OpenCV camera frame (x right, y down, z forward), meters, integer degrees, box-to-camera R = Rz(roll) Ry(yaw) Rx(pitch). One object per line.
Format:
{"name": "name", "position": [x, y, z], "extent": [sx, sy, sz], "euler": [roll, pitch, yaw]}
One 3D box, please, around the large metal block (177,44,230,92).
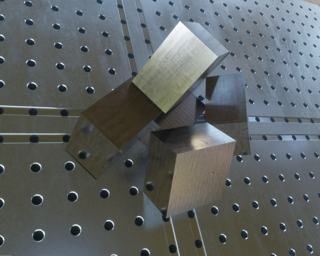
{"name": "large metal block", "position": [0.042, -0.083, 0.446], "extent": [0.050, 0.080, 0.080], "euler": [43, 51, 1]}

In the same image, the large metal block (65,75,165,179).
{"name": "large metal block", "position": [-0.050, 0.000, 0.344], "extent": [0.050, 0.080, 0.080], "euler": [44, 51, 2]}

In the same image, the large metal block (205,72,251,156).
{"name": "large metal block", "position": [0.094, -0.016, 0.423], "extent": [0.050, 0.080, 0.080], "euler": [-5, 55, 17]}

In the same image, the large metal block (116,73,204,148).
{"name": "large metal block", "position": [0.002, -0.021, 0.407], "extent": [0.080, 0.050, 0.080], "euler": [43, 51, 1]}

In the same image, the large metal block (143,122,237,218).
{"name": "large metal block", "position": [0.032, 0.045, 0.353], "extent": [0.081, 0.079, 0.050], "euler": [-9, 30, -32]}

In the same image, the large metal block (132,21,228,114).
{"name": "large metal block", "position": [0.026, -0.070, 0.348], "extent": [0.050, 0.080, 0.080], "euler": [44, 26, 2]}
